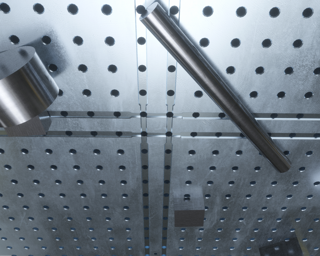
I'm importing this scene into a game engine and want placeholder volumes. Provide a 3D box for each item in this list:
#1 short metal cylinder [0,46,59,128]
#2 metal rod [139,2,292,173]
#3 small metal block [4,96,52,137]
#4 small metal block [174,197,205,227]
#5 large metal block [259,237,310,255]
[{"bbox_3d":[-0.159,-0.046,0.335,0.080,0.080,0.050,-13,129,10],"label":"short metal cylinder"},{"bbox_3d":[0.086,-0.031,0.385,0.025,0.025,0.300,-33,123,25],"label":"metal rod"},{"bbox_3d":[-0.174,-0.017,0.396,0.050,0.025,0.050,-4,130,3],"label":"small metal block"},{"bbox_3d":[0.050,0.146,0.537,0.050,0.025,0.050,-2,130,1],"label":"small metal block"},{"bbox_3d":[0.261,0.274,0.631,0.080,0.050,0.080,-27,125,21],"label":"large metal block"}]
